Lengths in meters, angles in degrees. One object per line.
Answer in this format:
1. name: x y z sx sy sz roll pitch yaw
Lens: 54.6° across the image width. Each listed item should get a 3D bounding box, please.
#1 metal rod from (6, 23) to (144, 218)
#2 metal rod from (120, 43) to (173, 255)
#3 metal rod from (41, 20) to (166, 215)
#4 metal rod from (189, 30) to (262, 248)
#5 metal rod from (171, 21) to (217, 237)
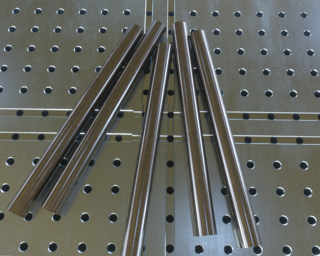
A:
1. metal rod: -0.104 -0.023 0.419 0.025 0.025 0.300 26 72 9
2. metal rod: -0.014 0.021 0.404 0.025 0.025 0.299 8 70 3
3. metal rod: -0.067 -0.027 0.421 0.025 0.025 0.300 25 72 8
4. metal rod: 0.081 0.000 0.412 0.025 0.025 0.299 -9 70 -3
5. metal rod: 0.042 -0.013 0.417 0.025 0.025 0.299 -5 70 -2
